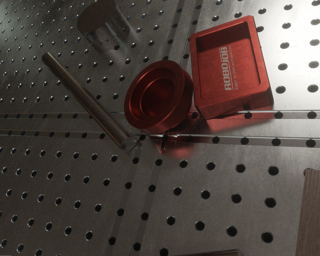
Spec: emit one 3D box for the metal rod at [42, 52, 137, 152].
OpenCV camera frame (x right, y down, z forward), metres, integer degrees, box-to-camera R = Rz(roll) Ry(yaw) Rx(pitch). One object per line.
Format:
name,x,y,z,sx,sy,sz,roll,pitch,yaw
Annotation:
metal rod,-0.130,-0.057,0.508,0.025,0.025,0.300,-45,51,-3

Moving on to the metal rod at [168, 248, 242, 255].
metal rod,-0.061,0.161,0.339,0.301,0.025,0.025,-14,56,19

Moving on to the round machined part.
round machined part,0.003,-0.037,0.408,0.098,0.042,0.098,-19,56,32

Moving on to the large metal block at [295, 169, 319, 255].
large metal block,0.161,0.085,0.256,0.080,0.050,0.080,5,64,30

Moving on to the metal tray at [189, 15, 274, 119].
metal tray,0.089,-0.081,0.407,0.090,0.030,0.130,-13,56,20

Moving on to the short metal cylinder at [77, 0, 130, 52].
short metal cylinder,-0.101,-0.184,0.556,0.080,0.050,0.080,-13,56,20
